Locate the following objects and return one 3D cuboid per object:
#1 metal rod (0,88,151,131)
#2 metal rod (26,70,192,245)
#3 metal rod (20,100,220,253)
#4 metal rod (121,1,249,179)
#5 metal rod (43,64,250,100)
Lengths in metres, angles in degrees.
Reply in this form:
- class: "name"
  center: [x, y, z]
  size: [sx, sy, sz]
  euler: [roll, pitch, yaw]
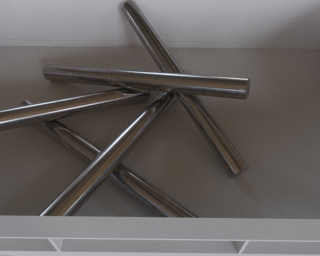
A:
- class: "metal rod"
  center: [-0.150, -0.018, 0.382]
  size: [0.302, 0.025, 0.025]
  euler: [-15, 51, -27]
- class: "metal rod"
  center: [-0.033, 0.009, 0.370]
  size: [0.025, 0.025, 0.301]
  euler: [24, 46, 19]
- class: "metal rod"
  center: [-0.066, 0.043, 0.368]
  size: [0.300, 0.025, 0.025]
  euler: [31, 57, 23]
- class: "metal rod"
  center: [0.023, -0.066, 0.419]
  size: [0.025, 0.025, 0.299]
  euler: [-23, 66, -18]
- class: "metal rod"
  center: [-0.035, -0.065, 0.415]
  size: [0.301, 0.025, 0.025]
  euler: [9, 49, 24]
